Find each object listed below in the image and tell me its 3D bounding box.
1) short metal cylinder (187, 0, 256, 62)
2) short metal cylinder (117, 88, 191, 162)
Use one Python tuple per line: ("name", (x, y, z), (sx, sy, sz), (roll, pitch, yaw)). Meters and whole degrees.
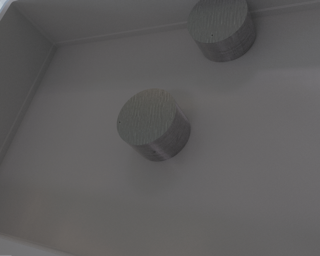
("short metal cylinder", (0.084, -0.137, 0.421), (0.080, 0.050, 0.080), (-10, 67, 25))
("short metal cylinder", (-0.007, -0.004, 0.396), (0.080, 0.050, 0.080), (-13, 56, 21))
